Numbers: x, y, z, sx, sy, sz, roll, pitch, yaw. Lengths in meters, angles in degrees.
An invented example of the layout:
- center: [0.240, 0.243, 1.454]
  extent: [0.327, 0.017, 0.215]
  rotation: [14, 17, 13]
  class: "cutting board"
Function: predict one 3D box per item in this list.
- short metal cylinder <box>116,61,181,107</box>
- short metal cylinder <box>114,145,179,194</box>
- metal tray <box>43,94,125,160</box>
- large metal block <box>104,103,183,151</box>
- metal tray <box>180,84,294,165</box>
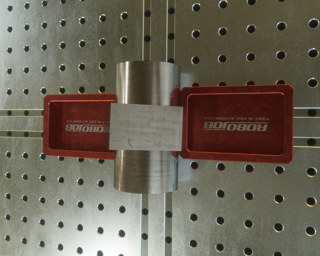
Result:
- center: [-0.015, -0.051, 0.388]
  extent: [0.080, 0.080, 0.050]
  rotation: [2, 91, 20]
  class: "short metal cylinder"
- center: [-0.017, 0.049, 0.389]
  extent: [0.080, 0.080, 0.050]
  rotation: [2, 91, 20]
  class: "short metal cylinder"
- center: [-0.105, -0.003, 0.446]
  extent: [0.130, 0.030, 0.089]
  rotation: [1, 90, 19]
  class: "metal tray"
- center: [-0.024, -0.001, 0.376]
  extent: [0.081, 0.080, 0.050]
  rotation: [2, 91, -14]
  class: "large metal block"
- center: [0.091, -0.005, 0.377]
  extent: [0.130, 0.030, 0.089]
  rotation: [1, 90, 19]
  class: "metal tray"
